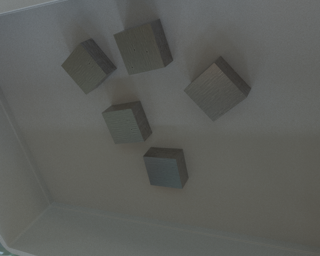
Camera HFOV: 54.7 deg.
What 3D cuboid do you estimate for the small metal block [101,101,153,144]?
[{"bbox_3d":[-0.045,-0.007,0.428,0.050,0.025,0.050,-6,116,31],"label":"small metal block"}]

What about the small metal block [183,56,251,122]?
[{"bbox_3d":[0.064,-0.043,0.348,0.050,0.025,0.050,46,129,-4],"label":"small metal block"}]

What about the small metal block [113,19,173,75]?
[{"bbox_3d":[-0.019,-0.093,0.361,0.050,0.025,0.050,-6,116,31],"label":"small metal block"}]

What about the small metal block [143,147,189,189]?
[{"bbox_3d":[0.009,0.056,0.439,0.050,0.025,0.050,2,119,27],"label":"small metal block"}]

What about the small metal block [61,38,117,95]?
[{"bbox_3d":[-0.094,-0.080,0.408,0.050,0.025,0.050,-34,100,38],"label":"small metal block"}]
